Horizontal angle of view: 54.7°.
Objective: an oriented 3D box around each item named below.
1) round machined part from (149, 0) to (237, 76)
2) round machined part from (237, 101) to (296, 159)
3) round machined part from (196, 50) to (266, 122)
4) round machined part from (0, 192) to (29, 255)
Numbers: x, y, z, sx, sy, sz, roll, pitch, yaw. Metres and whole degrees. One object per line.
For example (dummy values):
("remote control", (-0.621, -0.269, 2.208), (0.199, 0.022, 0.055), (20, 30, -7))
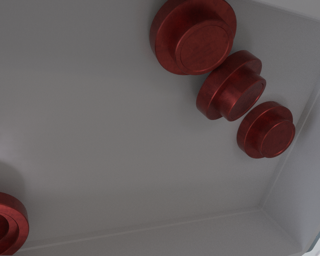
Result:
("round machined part", (0.041, -0.098, 0.344), (0.099, 0.042, 0.097), (-15, 139, -13))
("round machined part", (0.177, 0.009, 0.500), (0.099, 0.042, 0.097), (-14, 124, -21))
("round machined part", (0.097, -0.047, 0.398), (0.099, 0.042, 0.098), (-34, 153, -20))
("round machined part", (-0.205, 0.110, 0.354), (0.099, 0.042, 0.097), (-14, 124, -21))
